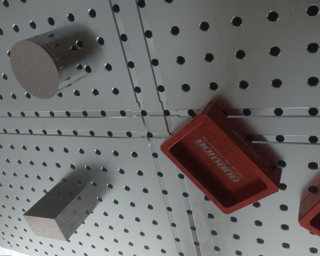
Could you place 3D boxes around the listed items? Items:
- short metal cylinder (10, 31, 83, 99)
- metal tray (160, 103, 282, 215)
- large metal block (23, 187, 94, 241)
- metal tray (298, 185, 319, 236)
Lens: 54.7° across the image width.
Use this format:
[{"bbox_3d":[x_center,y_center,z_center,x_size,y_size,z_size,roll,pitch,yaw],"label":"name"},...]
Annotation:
[{"bbox_3d":[-0.154,-0.086,0.423,0.080,0.050,0.079,13,124,21],"label":"short metal cylinder"},{"bbox_3d":[0.075,0.042,0.394,0.130,0.030,0.090,45,129,-4],"label":"metal tray"},{"bbox_3d":[-0.184,0.155,0.568,0.080,0.080,0.050,-4,117,30],"label":"large metal block"},{"bbox_3d":[0.239,0.107,0.347,0.130,0.030,0.089,29,128,9],"label":"metal tray"}]
